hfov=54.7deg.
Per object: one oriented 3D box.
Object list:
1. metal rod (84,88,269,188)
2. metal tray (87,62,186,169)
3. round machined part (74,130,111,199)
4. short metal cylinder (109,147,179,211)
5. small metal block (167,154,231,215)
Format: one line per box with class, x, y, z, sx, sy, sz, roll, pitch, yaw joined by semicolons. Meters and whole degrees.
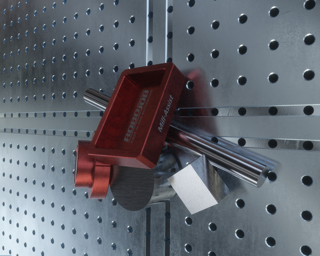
metal rod;-0.003;-0.001;0.407;0.300;0.025;0.025;25;106;37
metal tray;-0.028;-0.017;0.386;0.090;0.030;0.130;0;61;39
round machined part;-0.099;0.052;0.444;0.098;0.042;0.097;-175;89;-73
short metal cylinder;-0.021;0.063;0.406;0.080;0.050;0.079;0;90;40
small metal block;0.043;0.065;0.354;0.050;0.025;0.050;55;140;7
